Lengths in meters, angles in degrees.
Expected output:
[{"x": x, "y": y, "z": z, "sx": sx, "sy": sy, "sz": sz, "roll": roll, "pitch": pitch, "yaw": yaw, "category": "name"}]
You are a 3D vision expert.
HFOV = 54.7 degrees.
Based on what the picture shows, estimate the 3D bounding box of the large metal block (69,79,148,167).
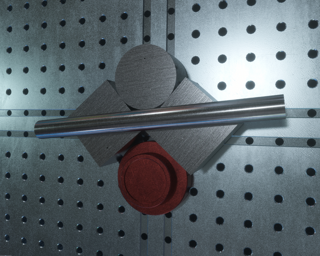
[{"x": -0.064, "y": -0.006, "z": 0.418, "sx": 0.080, "sy": 0.050, "sz": 0.080, "roll": -41, "pitch": 79, "yaw": 15, "category": "large metal block"}]

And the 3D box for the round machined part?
[{"x": -0.012, "y": 0.065, "z": 0.403, "sx": 0.098, "sy": 0.042, "sz": 0.097, "roll": 0, "pitch": 90, "yaw": 19, "category": "round machined part"}]

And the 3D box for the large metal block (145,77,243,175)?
[{"x": 0.041, "y": -0.003, "z": 0.378, "sx": 0.080, "sy": 0.050, "sz": 0.080, "roll": 44, "pitch": 105, "yaw": 14, "category": "large metal block"}]

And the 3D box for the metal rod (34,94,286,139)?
[{"x": -0.017, "y": -0.009, "z": 0.359, "sx": 0.301, "sy": 0.025, "sz": 0.025, "roll": -5, "pitch": 89, "yaw": 20, "category": "metal rod"}]

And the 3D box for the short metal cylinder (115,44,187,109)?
[{"x": -0.010, "y": -0.062, "z": 0.399, "sx": 0.080, "sy": 0.050, "sz": 0.079, "roll": 0, "pitch": 90, "yaw": 20, "category": "short metal cylinder"}]
